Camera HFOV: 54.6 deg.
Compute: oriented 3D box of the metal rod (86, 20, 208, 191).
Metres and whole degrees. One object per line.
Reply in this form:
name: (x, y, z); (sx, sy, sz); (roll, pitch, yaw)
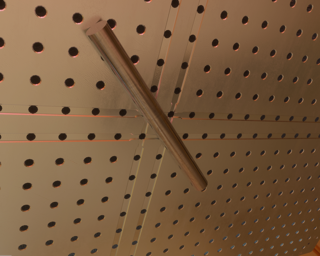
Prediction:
metal rod: (0.001, -0.005, 0.408); (0.025, 0.025, 0.300); (-37, 129, -4)
